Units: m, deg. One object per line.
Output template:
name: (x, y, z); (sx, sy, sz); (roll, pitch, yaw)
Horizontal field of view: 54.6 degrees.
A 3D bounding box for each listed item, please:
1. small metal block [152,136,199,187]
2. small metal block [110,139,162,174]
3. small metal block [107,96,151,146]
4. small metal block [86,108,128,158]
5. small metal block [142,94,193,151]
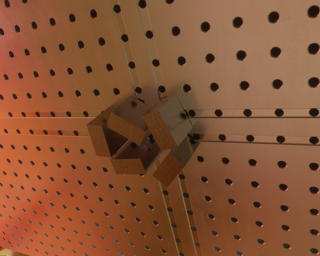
small metal block: (0.021, 0.042, 0.410); (0.025, 0.050, 0.050); (37, 129, 5)
small metal block: (-0.033, 0.040, 0.437); (0.050, 0.050, 0.025); (-5, 116, 30)
small metal block: (-0.032, -0.011, 0.406); (0.050, 0.050, 0.025); (29, 129, 9)
small metal block: (-0.072, 0.006, 0.437); (0.025, 0.050, 0.050); (4, 121, 27)
small metal block: (0.011, -0.008, 0.384); (0.025, 0.050, 0.050); (-17, 109, 35)
